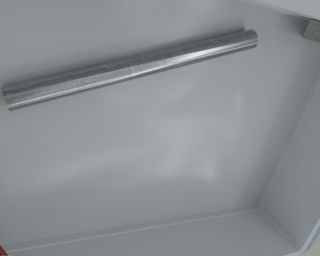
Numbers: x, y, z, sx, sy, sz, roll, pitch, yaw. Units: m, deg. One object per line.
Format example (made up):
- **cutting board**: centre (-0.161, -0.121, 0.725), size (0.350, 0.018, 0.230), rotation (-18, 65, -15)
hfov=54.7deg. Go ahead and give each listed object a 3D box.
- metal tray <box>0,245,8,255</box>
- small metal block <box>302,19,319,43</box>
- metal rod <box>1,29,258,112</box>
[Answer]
- **metal tray**: centre (-0.191, 0.130, 0.302), size (0.030, 0.090, 0.130), rotation (-37, 92, -10)
- **small metal block**: centre (0.226, -0.130, 0.425), size (0.050, 0.050, 0.025), rotation (-38, 147, -60)
- **metal rod**: centre (-0.017, -0.072, 0.356), size (0.302, 0.025, 0.025), rotation (-18, 126, -19)
